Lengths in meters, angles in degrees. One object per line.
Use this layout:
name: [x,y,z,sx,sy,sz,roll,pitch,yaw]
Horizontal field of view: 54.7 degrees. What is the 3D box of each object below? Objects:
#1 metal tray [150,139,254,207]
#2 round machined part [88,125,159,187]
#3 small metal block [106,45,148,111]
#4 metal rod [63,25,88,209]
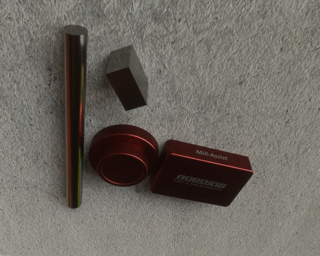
metal tray: [0.060,0.071,0.465,0.131,0.030,0.089,13,129,-12]
round machined part: [-0.051,0.045,0.434,0.099,0.042,0.097,0,130,0]
small metal block: [-0.034,-0.056,0.343,0.025,0.050,0.050,-15,129,12]
metal rod: [-0.114,0.010,0.414,0.025,0.025,0.298,8,130,-7]
